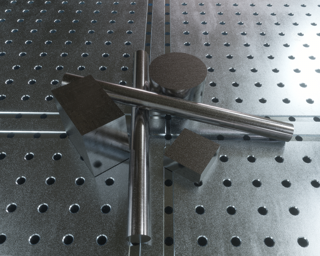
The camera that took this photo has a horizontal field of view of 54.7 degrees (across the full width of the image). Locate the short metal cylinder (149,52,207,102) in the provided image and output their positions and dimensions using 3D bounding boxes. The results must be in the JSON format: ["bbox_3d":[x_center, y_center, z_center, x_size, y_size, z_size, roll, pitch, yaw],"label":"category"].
[{"bbox_3d":[0.025,-0.064,0.445,0.081,0.050,0.080,0,50,0],"label":"short metal cylinder"}]

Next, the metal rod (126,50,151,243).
[{"bbox_3d":[-0.026,-0.002,0.409,0.025,0.025,0.300,-1,50,-1],"label":"metal rod"}]

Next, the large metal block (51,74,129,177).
[{"bbox_3d":[-0.081,-0.003,0.372,0.050,0.080,0.080,-28,56,-22],"label":"large metal block"}]

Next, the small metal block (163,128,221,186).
[{"bbox_3d":[0.039,0.034,0.380,0.050,0.025,0.050,27,55,20],"label":"small metal block"}]

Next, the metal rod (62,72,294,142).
[{"bbox_3d":[0.023,-0.027,0.406,0.302,0.025,0.025,13,51,0],"label":"metal rod"}]
